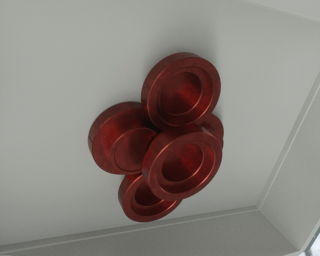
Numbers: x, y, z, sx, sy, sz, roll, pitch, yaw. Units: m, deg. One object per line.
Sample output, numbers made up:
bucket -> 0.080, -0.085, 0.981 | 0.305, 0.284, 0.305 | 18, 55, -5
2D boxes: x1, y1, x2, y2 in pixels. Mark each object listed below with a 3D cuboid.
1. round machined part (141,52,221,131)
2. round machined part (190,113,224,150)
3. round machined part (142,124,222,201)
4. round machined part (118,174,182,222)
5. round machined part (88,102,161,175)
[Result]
round machined part -> 0.022, -0.046, 0.380 | 0.099, 0.042, 0.097 | -14, 125, -21
round machined part -> 0.050, 0.023, 0.438 | 0.099, 0.042, 0.097 | -14, 125, -21
round machined part -> 0.023, 0.037, 0.378 | 0.099, 0.042, 0.097 | -14, 125, -21
round machined part -> -0.013, 0.083, 0.441 | 0.099, 0.042, 0.097 | -14, 125, -21
round machined part -> -0.037, 0.020, 0.389 | 0.099, 0.042, 0.097 | -14, 125, -21
